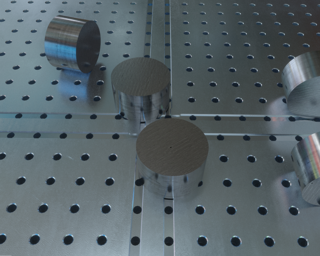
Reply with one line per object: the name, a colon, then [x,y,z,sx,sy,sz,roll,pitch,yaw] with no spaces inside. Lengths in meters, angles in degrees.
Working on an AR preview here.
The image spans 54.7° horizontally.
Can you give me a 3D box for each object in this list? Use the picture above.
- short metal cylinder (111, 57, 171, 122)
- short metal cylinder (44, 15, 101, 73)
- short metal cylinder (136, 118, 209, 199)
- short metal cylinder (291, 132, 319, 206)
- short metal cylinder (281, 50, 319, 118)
short metal cylinder: [-0.026,-0.055,0.437,0.081,0.050,0.080,0,50,0]
short metal cylinder: [-0.132,-0.129,0.479,0.050,0.080,0.080,14,51,11]
short metal cylinder: [0.014,0.035,0.362,0.081,0.050,0.080,0,50,0]
short metal cylinder: [0.191,0.045,0.337,0.081,0.080,0.050,2,50,1]
short metal cylinder: [0.212,-0.058,0.424,0.080,0.080,0.050,4,50,3]
